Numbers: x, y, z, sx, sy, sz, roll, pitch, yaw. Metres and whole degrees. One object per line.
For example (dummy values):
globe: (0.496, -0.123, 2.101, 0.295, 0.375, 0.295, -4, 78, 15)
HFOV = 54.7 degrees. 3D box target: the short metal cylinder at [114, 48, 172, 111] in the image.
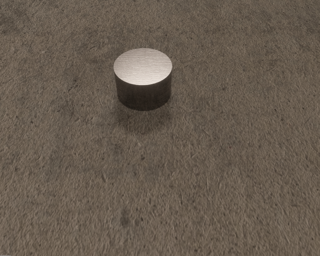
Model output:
short metal cylinder: (-0.024, -0.070, 0.446, 0.081, 0.050, 0.080, 0, 50, 0)
